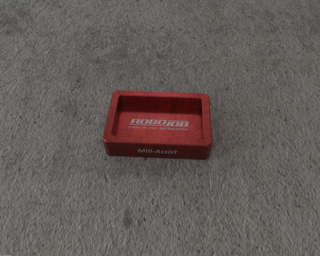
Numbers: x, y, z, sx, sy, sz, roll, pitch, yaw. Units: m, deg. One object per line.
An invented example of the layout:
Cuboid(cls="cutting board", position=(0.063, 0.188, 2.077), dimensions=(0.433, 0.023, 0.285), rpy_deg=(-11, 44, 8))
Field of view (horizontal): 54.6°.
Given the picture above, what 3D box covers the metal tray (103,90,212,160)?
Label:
Cuboid(cls="metal tray", position=(-0.001, -0.006, 0.405), dimensions=(0.131, 0.030, 0.090), rpy_deg=(2, 50, 2))
